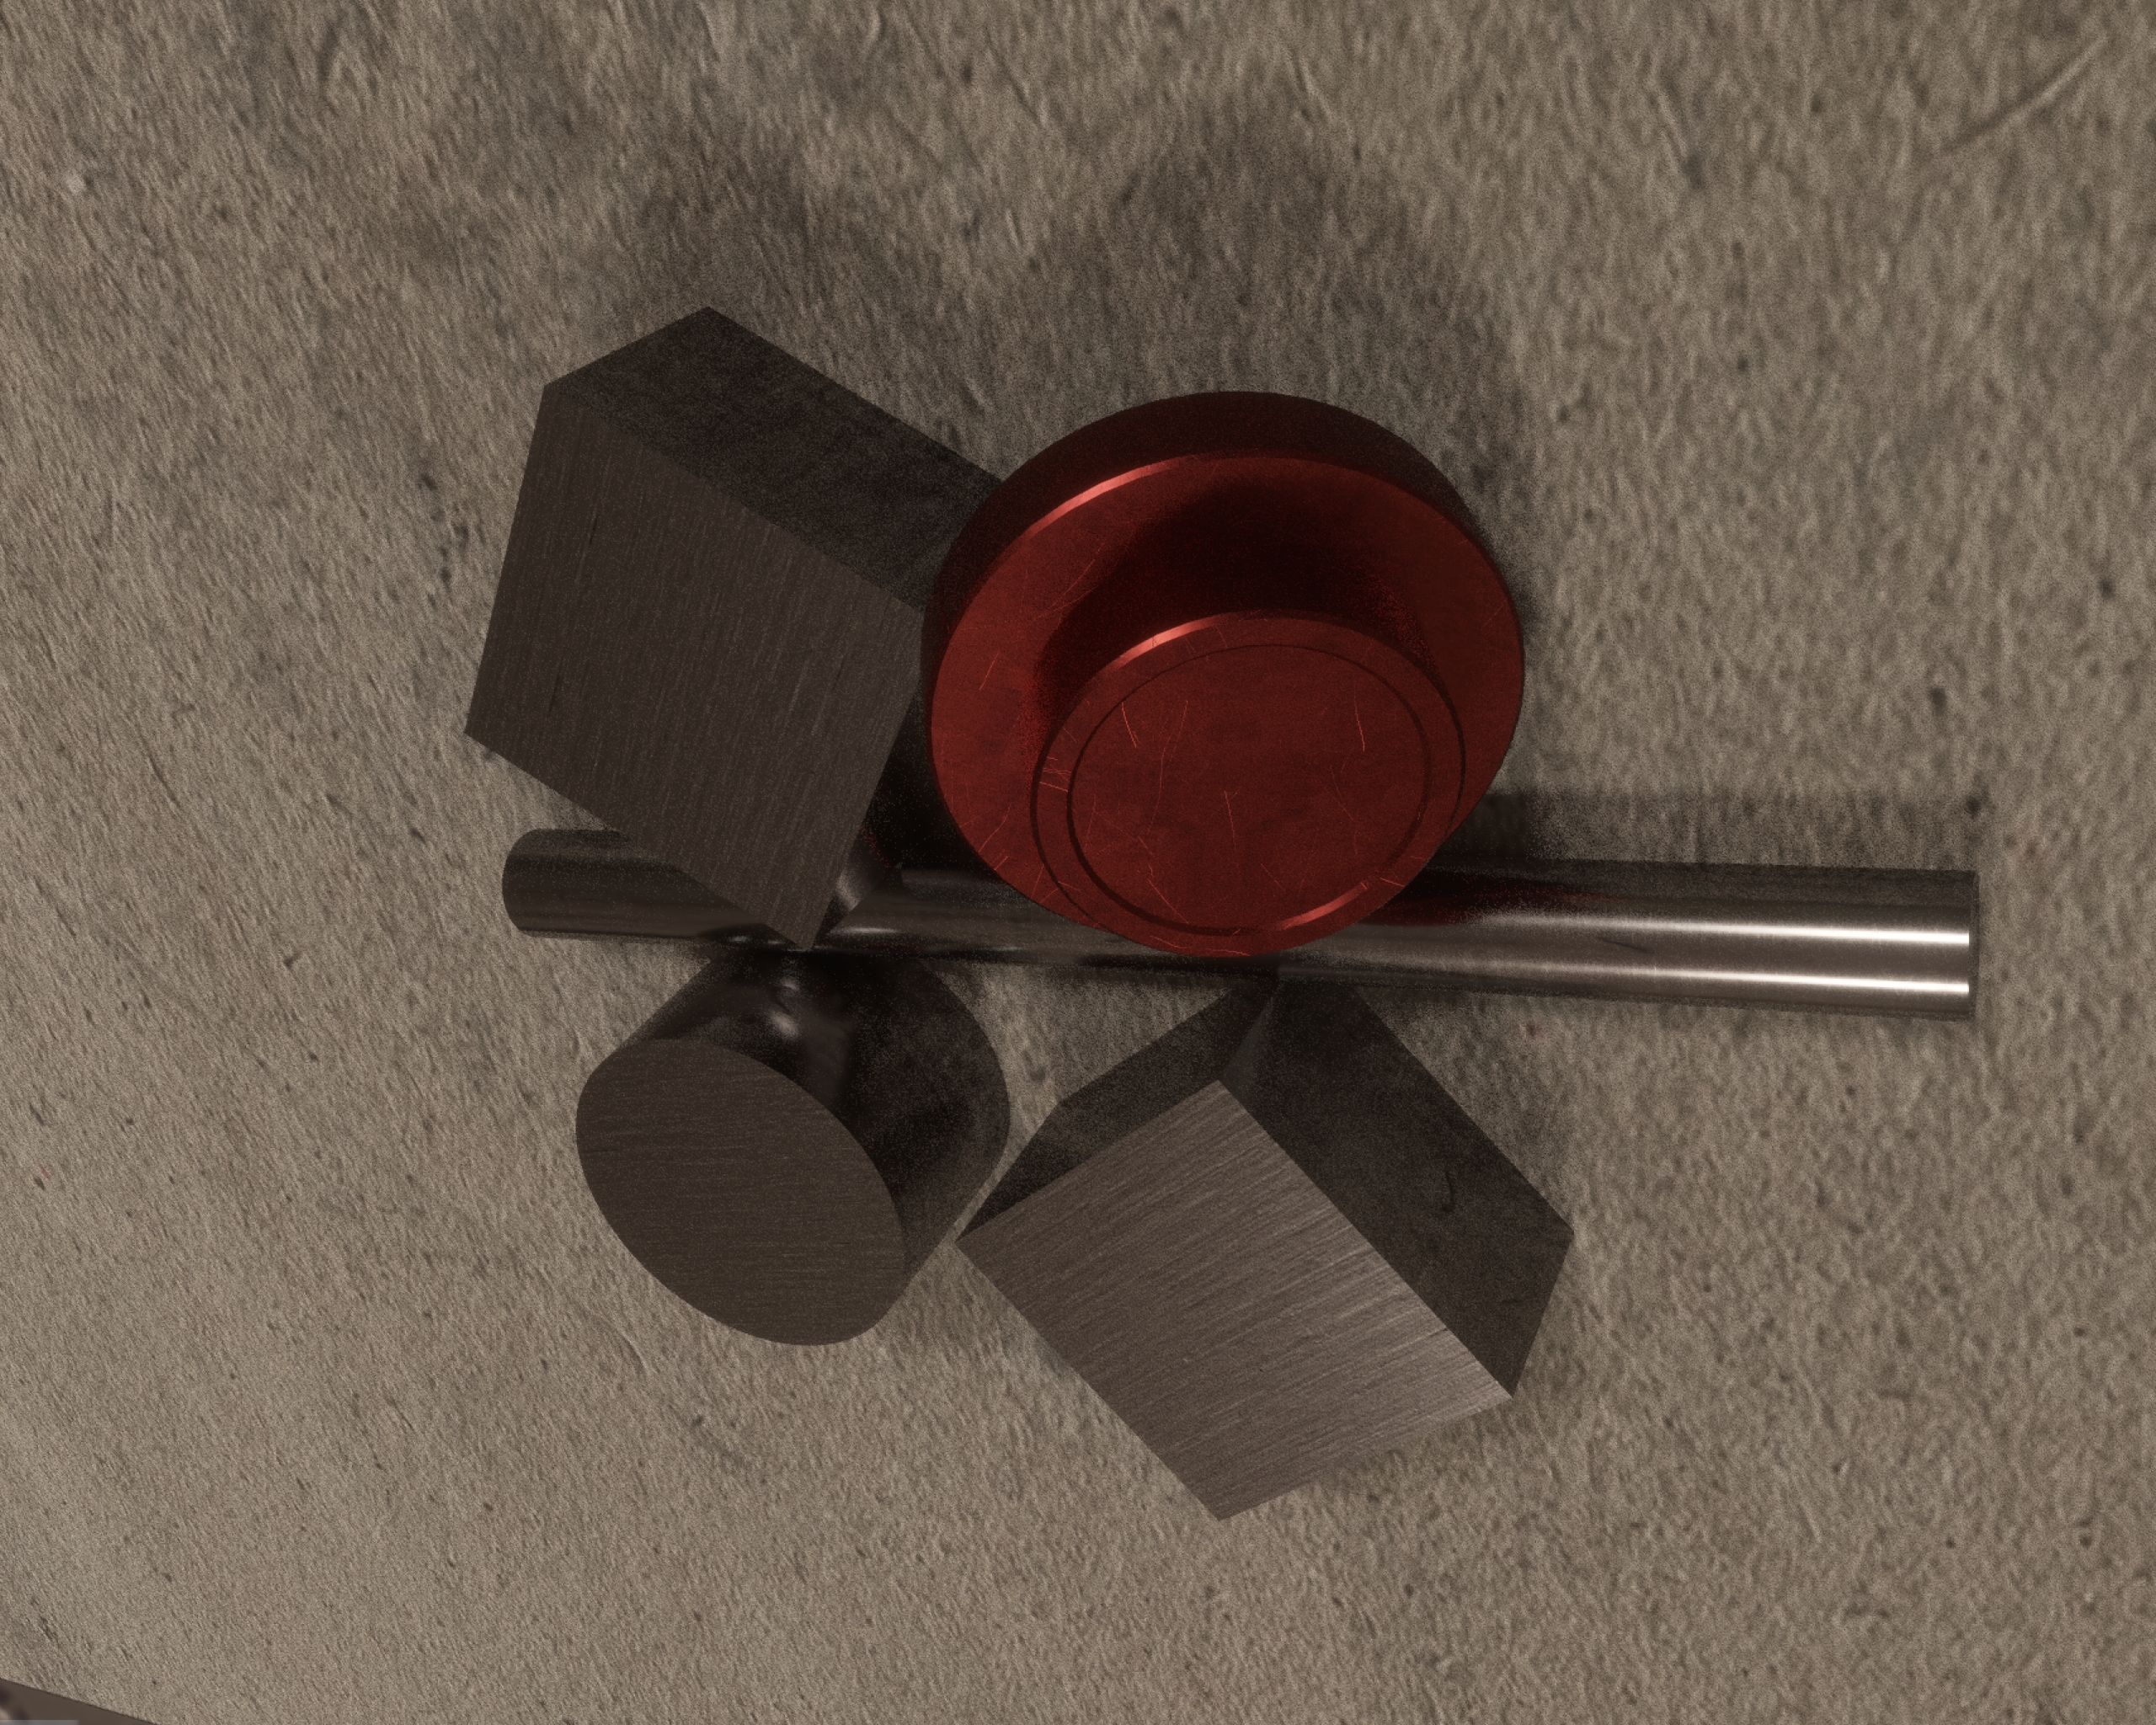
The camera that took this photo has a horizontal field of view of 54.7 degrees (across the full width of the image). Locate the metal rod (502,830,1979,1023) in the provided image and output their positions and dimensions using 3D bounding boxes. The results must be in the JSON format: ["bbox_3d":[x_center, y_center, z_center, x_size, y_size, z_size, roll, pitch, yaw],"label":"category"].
[{"bbox_3d":[0.012,0.009,0.408,0.301,0.025,0.025,2,119,27],"label":"metal rod"}]

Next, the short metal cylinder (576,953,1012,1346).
[{"bbox_3d":[-0.062,0.059,0.459,0.080,0.050,0.079,13,124,20],"label":"short metal cylinder"}]

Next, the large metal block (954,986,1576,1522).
[{"bbox_3d":[0.037,0.075,0.418,0.080,0.050,0.080,48,129,-6],"label":"large metal block"}]

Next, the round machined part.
[{"bbox_3d":[0.024,-0.023,0.339,0.099,0.042,0.097,-4,129,-5],"label":"round machined part"}]

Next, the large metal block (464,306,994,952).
[{"bbox_3d":[-0.060,-0.044,0.392,0.080,0.050,0.079,32,128,7],"label":"large metal block"}]
